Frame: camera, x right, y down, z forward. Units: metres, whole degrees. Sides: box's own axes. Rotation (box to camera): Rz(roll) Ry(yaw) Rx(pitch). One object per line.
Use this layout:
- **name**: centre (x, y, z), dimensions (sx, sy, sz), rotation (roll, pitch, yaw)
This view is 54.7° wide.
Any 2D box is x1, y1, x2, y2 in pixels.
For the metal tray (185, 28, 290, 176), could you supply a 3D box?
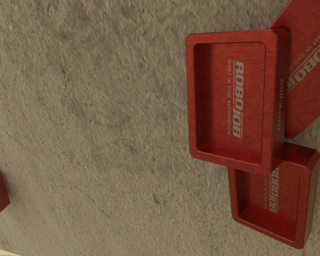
- **metal tray**: centre (0.072, -0.027, 0.301), dimensions (0.090, 0.030, 0.129), rotation (11, 112, 39)

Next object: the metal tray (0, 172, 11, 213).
- **metal tray**: centre (-0.393, 0.126, 0.660), dimensions (0.131, 0.030, 0.089), rotation (8, 119, 14)

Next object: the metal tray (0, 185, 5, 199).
- **metal tray**: centre (-0.408, 0.112, 0.650), dimensions (0.130, 0.030, 0.090), rotation (17, 167, 18)

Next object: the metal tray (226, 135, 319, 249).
- **metal tray**: centre (0.127, 0.072, 0.357), dimensions (0.090, 0.030, 0.129), rotation (16, 133, 37)

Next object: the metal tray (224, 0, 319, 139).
- **metal tray**: centre (0.134, -0.061, 0.295), dimensions (0.090, 0.030, 0.129), rotation (37, 129, 3)
